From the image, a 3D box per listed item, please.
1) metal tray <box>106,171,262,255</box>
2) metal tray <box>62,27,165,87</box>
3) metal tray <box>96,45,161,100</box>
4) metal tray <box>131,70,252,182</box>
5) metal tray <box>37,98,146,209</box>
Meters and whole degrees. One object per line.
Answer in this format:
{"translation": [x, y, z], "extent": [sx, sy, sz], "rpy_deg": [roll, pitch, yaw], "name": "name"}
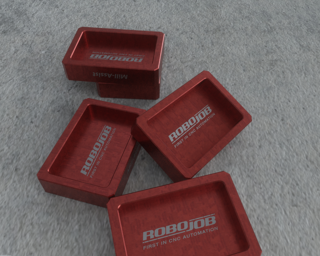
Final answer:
{"translation": [0.020, 0.102, 0.306], "extent": [0.131, 0.030, 0.090], "rpy_deg": [-12, 59, -10], "name": "metal tray"}
{"translation": [-0.062, -0.105, 0.447], "extent": [0.131, 0.030, 0.090], "rpy_deg": [5, 50, 3], "name": "metal tray"}
{"translation": [-0.042, -0.102, 0.485], "extent": [0.091, 0.030, 0.130], "rpy_deg": [3, 50, 2], "name": "metal tray"}
{"translation": [0.041, -0.004, 0.381], "extent": [0.131, 0.030, 0.090], "rpy_deg": [-38, 82, -29], "name": "metal tray"}
{"translation": [-0.074, 0.025, 0.377], "extent": [0.090, 0.030, 0.130], "rpy_deg": [12, 51, 10], "name": "metal tray"}
